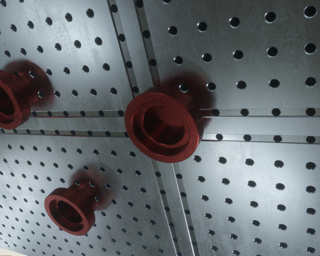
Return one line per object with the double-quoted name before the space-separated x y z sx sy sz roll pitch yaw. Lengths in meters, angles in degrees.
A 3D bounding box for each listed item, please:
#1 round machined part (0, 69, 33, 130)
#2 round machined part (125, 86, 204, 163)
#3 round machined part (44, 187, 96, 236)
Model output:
"round machined part" -0.246 -0.049 0.496 0.098 0.042 0.097 13 124 20
"round machined part" 0.009 -0.007 0.390 0.098 0.042 0.097 13 124 20
"round machined part" -0.161 0.148 0.574 0.098 0.042 0.097 13 124 20
